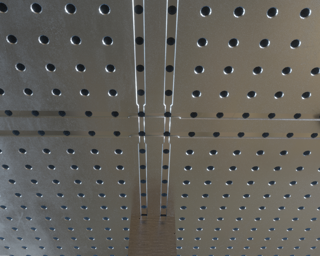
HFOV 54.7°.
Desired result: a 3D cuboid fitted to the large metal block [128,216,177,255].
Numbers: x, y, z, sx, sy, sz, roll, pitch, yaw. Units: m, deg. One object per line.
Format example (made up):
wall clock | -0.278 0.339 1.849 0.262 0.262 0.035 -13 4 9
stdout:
large metal block | -0.014 0.205 0.551 0.081 0.080 0.050 2 130 -2
